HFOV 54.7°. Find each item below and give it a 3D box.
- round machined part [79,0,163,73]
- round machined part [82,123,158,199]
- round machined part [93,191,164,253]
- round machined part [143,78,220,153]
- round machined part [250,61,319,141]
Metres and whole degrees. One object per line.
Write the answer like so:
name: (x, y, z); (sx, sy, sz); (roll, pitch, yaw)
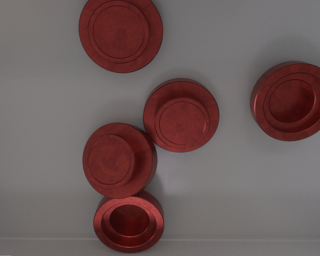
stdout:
round machined part: (-0.045, -0.112, 0.360); (0.099, 0.042, 0.097); (0, 110, 0)
round machined part: (-0.056, 0.042, 0.395); (0.098, 0.042, 0.097); (-1, 87, 17)
round machined part: (-0.043, 0.128, 0.449); (0.099, 0.042, 0.097); (0, 111, 0)
round machined part: (0.027, -0.012, 0.398); (0.099, 0.042, 0.097); (0, 110, 0)
round machined part: (0.162, -0.036, 0.390); (0.099, 0.042, 0.097); (0, 110, 0)
